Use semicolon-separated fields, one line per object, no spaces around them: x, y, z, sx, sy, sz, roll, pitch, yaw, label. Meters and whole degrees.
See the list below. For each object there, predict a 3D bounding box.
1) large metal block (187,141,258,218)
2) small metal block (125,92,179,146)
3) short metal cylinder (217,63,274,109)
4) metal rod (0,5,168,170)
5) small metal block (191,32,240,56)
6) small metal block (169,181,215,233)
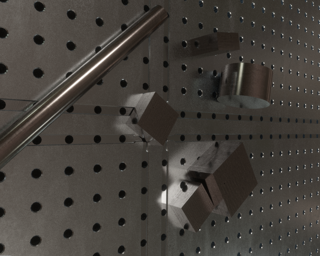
0.098;0.076;0.478;0.080;0.050;0.080;-39;114;-33;large metal block
-0.009;-0.011;0.404;0.050;0.025;0.050;42;65;-32;small metal block
0.134;-0.065;0.488;0.081;0.080;0.050;16;80;-39;short metal cylinder
-0.086;-0.051;0.338;0.301;0.025;0.025;-50;120;-29;metal rod
0.083;-0.125;0.465;0.050;0.050;0.025;-13;99;-40;small metal block
0.048;0.114;0.452;0.050;0.025;0.050;-44;117;-31;small metal block
